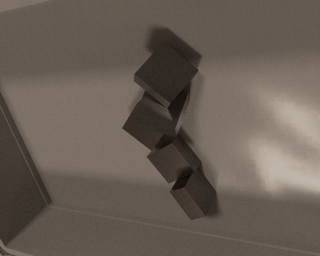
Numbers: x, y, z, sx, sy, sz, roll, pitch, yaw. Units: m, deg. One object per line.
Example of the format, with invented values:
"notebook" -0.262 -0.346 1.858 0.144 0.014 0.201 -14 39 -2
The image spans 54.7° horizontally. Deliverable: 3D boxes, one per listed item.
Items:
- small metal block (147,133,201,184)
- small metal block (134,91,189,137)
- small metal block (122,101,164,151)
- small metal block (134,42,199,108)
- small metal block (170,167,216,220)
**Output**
"small metal block" 0.019 0.043 0.424 0.050 0.025 0.050 -31 101 37
"small metal block" 0.003 -0.022 0.370 0.050 0.050 0.025 16 158 13
"small metal block" -0.015 -0.006 0.411 0.050 0.025 0.050 38 129 2
"small metal block" 0.006 -0.059 0.349 0.050 0.050 0.025 40 168 1
"small metal block" 0.046 0.087 0.421 0.025 0.050 0.050 -27 104 37
